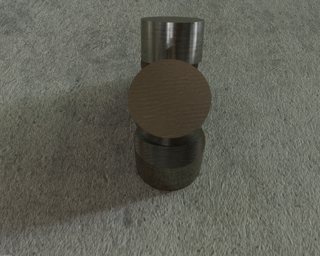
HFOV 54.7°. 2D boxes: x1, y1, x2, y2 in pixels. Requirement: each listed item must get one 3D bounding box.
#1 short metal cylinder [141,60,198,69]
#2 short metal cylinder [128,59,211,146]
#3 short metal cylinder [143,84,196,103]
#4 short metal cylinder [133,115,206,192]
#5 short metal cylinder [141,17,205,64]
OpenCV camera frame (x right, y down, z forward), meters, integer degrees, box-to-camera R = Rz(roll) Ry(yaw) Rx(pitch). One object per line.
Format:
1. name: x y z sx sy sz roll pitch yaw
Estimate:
1. short metal cylinder: 0.013 -0.076 0.453 0.080 0.050 0.080 0 50 0
2. short metal cylinder: 0.010 -0.024 0.323 0.080 0.050 0.080 0 78 1
3. short metal cylinder: 0.012 -0.035 0.400 0.080 0.080 0.050 1 50 1
4. short metal cylinder: 0.011 0.027 0.366 0.080 0.050 0.080 0 50 0
5. short metal cylinder: 0.016 -0.115 0.401 0.081 0.050 0.080 1 25 0
